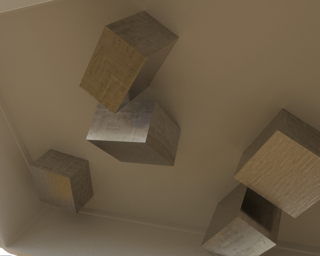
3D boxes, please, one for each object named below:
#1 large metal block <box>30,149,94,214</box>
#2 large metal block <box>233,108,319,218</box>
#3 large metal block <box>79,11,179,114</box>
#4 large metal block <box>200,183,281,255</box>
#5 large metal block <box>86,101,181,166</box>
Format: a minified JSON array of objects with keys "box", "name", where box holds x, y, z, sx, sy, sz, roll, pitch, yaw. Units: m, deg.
[{"box":[-0.167,0.091,0.535,0.080,0.050,0.079,13,124,20],"name":"large metal block"},{"box":[0.142,0.039,0.341,0.080,0.050,0.079,34,129,5],"name":"large metal block"},{"box":[-0.033,-0.074,0.343,0.050,0.080,0.080,39,129,2],"name":"large metal block"},{"box":[0.104,0.117,0.390,0.050,0.080,0.079,36,129,4],"name":"large metal block"},{"box":[-0.030,0.009,0.388,0.080,0.050,0.080,1,156,27],"name":"large metal block"}]
